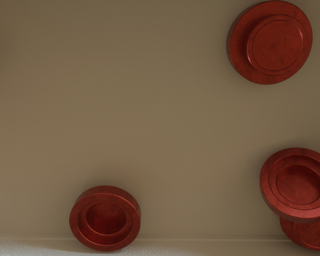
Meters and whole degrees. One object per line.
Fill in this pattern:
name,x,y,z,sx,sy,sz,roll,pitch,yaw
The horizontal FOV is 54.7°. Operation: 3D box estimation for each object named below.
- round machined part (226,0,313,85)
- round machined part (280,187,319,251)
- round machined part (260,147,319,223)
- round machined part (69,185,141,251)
round machined part,0.132,-0.099,0.367,0.099,0.042,0.097,0,110,0
round machined part,0.222,0.133,0.439,0.098,0.042,0.097,6,110,16
round machined part,0.184,0.078,0.413,0.098,0.098,0.042,-16,145,5
round machined part,-0.076,0.125,0.447,0.099,0.042,0.097,0,110,0
